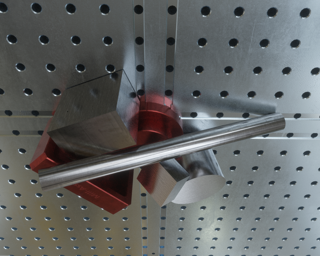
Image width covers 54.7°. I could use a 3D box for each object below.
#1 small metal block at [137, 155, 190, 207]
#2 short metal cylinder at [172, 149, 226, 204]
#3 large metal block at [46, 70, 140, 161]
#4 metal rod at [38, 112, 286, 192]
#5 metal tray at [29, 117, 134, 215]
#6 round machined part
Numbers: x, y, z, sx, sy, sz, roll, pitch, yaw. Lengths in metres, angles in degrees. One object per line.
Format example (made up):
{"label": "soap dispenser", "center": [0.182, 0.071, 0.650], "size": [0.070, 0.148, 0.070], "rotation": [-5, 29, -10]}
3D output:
{"label": "small metal block", "center": [0.003, 0.062, 0.391], "size": [0.025, 0.050, 0.050], "rotation": [-18, 144, -45]}
{"label": "short metal cylinder", "center": [0.045, 0.066, 0.436], "size": [0.081, 0.050, 0.080], "rotation": [-12, 144, -9]}
{"label": "large metal block", "center": [-0.072, -0.015, 0.360], "size": [0.080, 0.080, 0.050], "rotation": [-16, 128, 13]}
{"label": "metal rod", "center": [0.016, 0.024, 0.370], "size": [0.302, 0.025, 0.025], "rotation": [-13, 132, -15]}
{"label": "metal tray", "center": [-0.092, 0.044, 0.404], "size": [0.030, 0.090, 0.130], "rotation": [-36, 122, 26]}
{"label": "round machined part", "center": [-0.017, 0.015, 0.417], "size": [0.099, 0.042, 0.097], "rotation": [-1, 130, 0]}
